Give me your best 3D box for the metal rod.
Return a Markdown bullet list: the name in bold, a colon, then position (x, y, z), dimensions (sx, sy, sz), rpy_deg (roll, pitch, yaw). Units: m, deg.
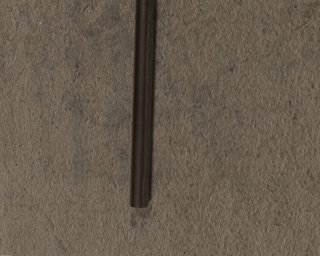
- **metal rod**: position (-0.024, -0.044, 0.416), dimensions (0.025, 0.025, 0.298), rpy_deg (2, 91, 19)
